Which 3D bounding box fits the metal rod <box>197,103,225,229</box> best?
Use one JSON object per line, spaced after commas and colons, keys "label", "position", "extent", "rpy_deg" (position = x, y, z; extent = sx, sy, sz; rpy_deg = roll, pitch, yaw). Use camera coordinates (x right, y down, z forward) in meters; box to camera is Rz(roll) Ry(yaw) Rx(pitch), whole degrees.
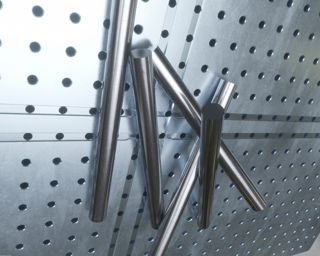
{"label": "metal rod", "position": [0.069, 0.077, 0.452], "extent": [0.025, 0.025, 0.298], "rpy_deg": [-24, 142, -14]}

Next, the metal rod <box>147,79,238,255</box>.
{"label": "metal rod", "position": [0.044, 0.072, 0.460], "extent": [0.025, 0.025, 0.298], "rpy_deg": [12, 106, -34]}

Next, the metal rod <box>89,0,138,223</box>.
{"label": "metal rod", "position": [-0.062, -0.005, 0.375], "extent": [0.025, 0.025, 0.298], "rpy_deg": [-3, 120, -27]}

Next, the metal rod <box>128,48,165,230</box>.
{"label": "metal rod", "position": [-0.012, 0.039, 0.418], "extent": [0.025, 0.025, 0.298], "rpy_deg": [-19, 130, -18]}

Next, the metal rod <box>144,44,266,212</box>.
{"label": "metal rod", "position": [0.071, 0.017, 0.420], "extent": [0.025, 0.025, 0.300], "rpy_deg": [-40, 117, -2]}
